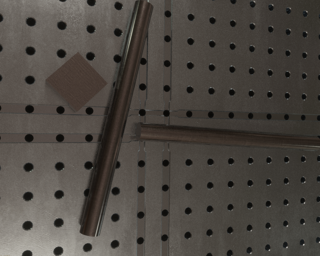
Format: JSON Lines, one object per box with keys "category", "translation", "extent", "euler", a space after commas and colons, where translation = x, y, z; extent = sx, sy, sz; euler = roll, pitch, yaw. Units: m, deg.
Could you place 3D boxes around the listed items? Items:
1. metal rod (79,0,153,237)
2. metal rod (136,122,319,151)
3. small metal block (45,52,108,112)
{"category": "metal rod", "translation": [-0.054, -0.016, 0.393], "extent": [0.025, 0.025, 0.298], "euler": [14, 85, -20]}
{"category": "metal rod", "translation": [0.113, 0.015, 0.456], "extent": [0.302, 0.025, 0.025], "euler": [4, 89, -20]}
{"category": "small metal block", "translation": [-0.101, -0.055, 0.376], "extent": [0.050, 0.025, 0.050], "euler": [-46, 105, -14]}
